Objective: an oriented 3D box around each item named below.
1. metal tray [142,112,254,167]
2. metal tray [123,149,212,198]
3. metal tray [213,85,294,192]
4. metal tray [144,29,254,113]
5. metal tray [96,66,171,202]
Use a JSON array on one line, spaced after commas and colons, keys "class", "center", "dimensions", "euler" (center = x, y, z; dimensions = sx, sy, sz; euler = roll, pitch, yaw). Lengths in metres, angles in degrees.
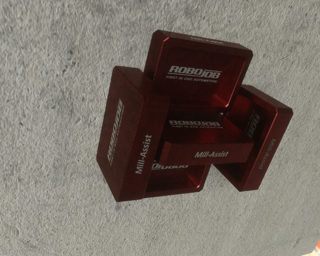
[{"class": "metal tray", "center": [0.042, 0.009, 0.396], "dimensions": [0.131, 0.090, 0.030], "euler": [1, 119, -29]}, {"class": "metal tray", "center": [0.013, 0.053, 0.447], "dimensions": [0.131, 0.030, 0.089], "euler": [0, 117, -29]}, {"class": "metal tray", "center": [0.122, 0.013, 0.441], "dimensions": [0.030, 0.090, 0.129], "euler": [1, 118, -29]}, {"class": "metal tray", "center": [0.045, -0.066, 0.389], "dimensions": [0.131, 0.030, 0.089], "euler": [0, 121, -29]}, {"class": "metal tray", "center": [-0.036, 0.006, 0.350], "dimensions": [0.030, 0.090, 0.129], "euler": [1, 119, -29]}]
